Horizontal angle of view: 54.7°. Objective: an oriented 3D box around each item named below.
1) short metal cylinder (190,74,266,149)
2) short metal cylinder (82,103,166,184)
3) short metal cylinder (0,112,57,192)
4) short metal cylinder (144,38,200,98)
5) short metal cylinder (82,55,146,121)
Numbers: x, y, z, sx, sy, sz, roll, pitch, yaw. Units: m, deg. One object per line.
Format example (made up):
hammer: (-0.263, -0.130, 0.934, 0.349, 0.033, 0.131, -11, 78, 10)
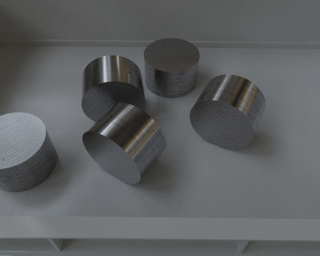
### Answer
short metal cylinder: (0.084, -0.019, 0.386, 0.080, 0.080, 0.050, 22, 54, 17)
short metal cylinder: (-0.040, 0.018, 0.354, 0.080, 0.080, 0.050, 27, 55, 20)
short metal cylinder: (-0.169, 0.028, 0.364, 0.080, 0.050, 0.080, 0, 50, 0)
short metal cylinder: (0.017, -0.091, 0.465, 0.080, 0.050, 0.080, 0, 50, 0)
short metal cylinder: (-0.062, -0.048, 0.409, 0.081, 0.080, 0.050, -6, 51, -5)
